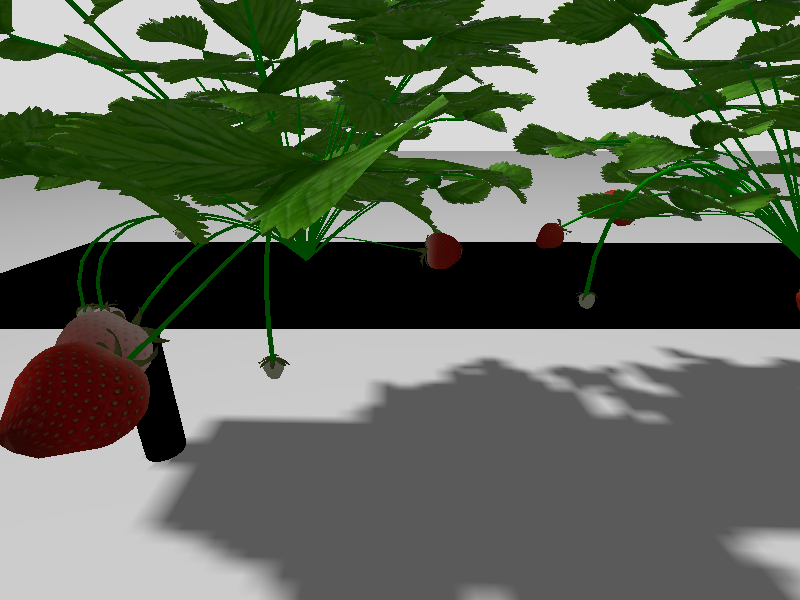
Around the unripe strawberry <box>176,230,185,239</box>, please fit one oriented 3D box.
[{"bbox_3d":[-0.228,-0.068,0.417,0.010,0.010,0.009,9,24,21],"label":"unripe strawberry"}]

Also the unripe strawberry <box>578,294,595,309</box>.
[{"bbox_3d":[0.119,0.001,0.256,0.010,0.010,0.011,-10,24,-23],"label":"unripe strawberry"}]

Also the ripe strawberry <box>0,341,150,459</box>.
[{"bbox_3d":[-0.113,0.035,0.138,0.042,0.036,0.042,3,23,6],"label":"ripe strawberry"}]

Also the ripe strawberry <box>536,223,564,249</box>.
[{"bbox_3d":[0.148,-0.063,0.397,0.027,0.023,0.027,-36,11,22],"label":"ripe strawberry"}]

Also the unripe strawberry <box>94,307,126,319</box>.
[{"bbox_3d":[-0.162,0.011,0.224,0.016,0.016,0.014,11,25,26],"label":"unripe strawberry"}]

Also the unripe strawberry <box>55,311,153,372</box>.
[{"bbox_3d":[-0.130,0.023,0.172,0.038,0.032,0.038,5,29,12],"label":"unripe strawberry"}]

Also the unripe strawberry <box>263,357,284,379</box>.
[{"bbox_3d":[-0.056,0.030,0.177,0.009,0.010,0.010,-3,22,-8],"label":"unripe strawberry"}]

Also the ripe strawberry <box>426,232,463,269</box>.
[{"bbox_3d":[0.036,-0.040,0.331,0.030,0.032,0.028,6,23,12],"label":"ripe strawberry"}]

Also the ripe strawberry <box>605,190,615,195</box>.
[{"bbox_3d":[0.306,-0.142,0.584,0.033,0.035,0.035,-5,15,-13],"label":"ripe strawberry"}]

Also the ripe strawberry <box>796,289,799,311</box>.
[{"bbox_3d":[0.242,0.001,0.220,0.034,0.039,0.037,18,29,37],"label":"ripe strawberry"}]

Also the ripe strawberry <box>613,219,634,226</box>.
[{"bbox_3d":[0.277,-0.108,0.504,0.029,0.030,0.031,-12,24,-27],"label":"ripe strawberry"}]

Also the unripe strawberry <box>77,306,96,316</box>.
[{"bbox_3d":[-0.181,0.009,0.232,0.011,0.011,0.010,15,26,32],"label":"unripe strawberry"}]
